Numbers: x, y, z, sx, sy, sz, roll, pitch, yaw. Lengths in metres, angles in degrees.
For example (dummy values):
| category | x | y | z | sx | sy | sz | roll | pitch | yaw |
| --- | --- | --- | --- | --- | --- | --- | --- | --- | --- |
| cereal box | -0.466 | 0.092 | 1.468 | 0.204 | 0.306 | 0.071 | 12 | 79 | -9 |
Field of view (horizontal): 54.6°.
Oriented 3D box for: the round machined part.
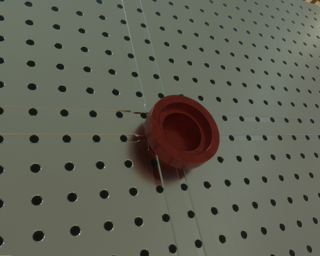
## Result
| category | x | y | z | sx | sy | sz | roll | pitch | yaw |
| --- | --- | --- | --- | --- | --- | --- | --- | --- | --- |
| round machined part | 0.025 | 0.009 | 0.405 | 0.099 | 0.042 | 0.098 | 13 | 56 | -21 |
